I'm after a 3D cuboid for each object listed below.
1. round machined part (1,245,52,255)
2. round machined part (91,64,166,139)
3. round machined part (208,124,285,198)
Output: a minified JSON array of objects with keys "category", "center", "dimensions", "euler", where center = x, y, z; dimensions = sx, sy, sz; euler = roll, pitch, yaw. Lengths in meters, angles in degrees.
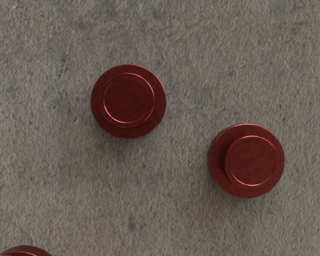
[{"category":"round machined part","center":[-0.174,0.200,0.399],"dimensions":[0.099,0.042,0.097],"euler":[0,90,-1]},{"category":"round machined part","center":[-0.041,-0.034,0.401],"dimensions":[0.099,0.042,0.097],"euler":[0,90,-1]},{"category":"round machined part","center":[0.114,0.043,0.403],"dimensions":[0.099,0.042,0.097],"euler":[0,90,-1]}]
